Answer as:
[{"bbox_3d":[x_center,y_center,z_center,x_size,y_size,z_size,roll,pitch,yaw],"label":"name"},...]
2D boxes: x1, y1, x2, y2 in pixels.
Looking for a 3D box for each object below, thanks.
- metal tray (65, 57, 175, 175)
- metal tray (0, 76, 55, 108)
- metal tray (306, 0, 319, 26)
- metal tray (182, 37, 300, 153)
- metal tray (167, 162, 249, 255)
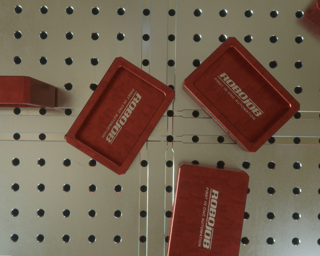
[{"bbox_3d":[-0.051,-0.015,0.410,0.090,0.030,0.130,33,90,0],"label":"metal tray"},{"bbox_3d":[-0.207,-0.042,0.379,0.131,0.090,0.030,1,90,0],"label":"metal tray"},{"bbox_3d":[0.277,-0.151,0.412,0.130,0.030,0.090,40,90,0],"label":"metal tray"},{"bbox_3d":[0.105,-0.043,0.411,0.090,0.030,0.130,-44,90,0],"label":"metal tray"},{"bbox_3d":[0.062,0.116,0.411,0.090,0.030,0.129,8,90,0],"label":"metal tray"}]
